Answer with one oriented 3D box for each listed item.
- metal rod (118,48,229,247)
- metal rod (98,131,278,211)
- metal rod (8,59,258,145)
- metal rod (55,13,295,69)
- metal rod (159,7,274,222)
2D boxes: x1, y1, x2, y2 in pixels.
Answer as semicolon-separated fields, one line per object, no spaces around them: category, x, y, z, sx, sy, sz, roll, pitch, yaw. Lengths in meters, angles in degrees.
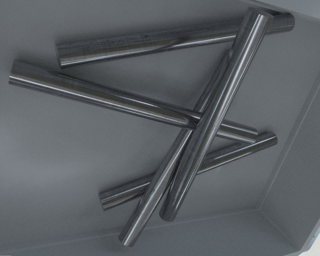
metal rod;0.027;0.031;0.421;0.025;0.025;0.299;25;98;-37
metal rod;0.055;0.061;0.478;0.302;0.025;0.025;-17;126;-19
metal rod;-0.009;-0.022;0.360;0.302;0.025;0.025;14;112;-24
metal rod;0.035;-0.107;0.363;0.302;0.025;0.025;-15;125;-21
metal rod;0.052;0.010;0.368;0.025;0.025;0.298;-2;129;-28
